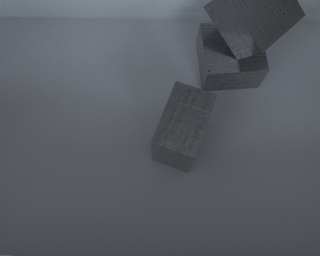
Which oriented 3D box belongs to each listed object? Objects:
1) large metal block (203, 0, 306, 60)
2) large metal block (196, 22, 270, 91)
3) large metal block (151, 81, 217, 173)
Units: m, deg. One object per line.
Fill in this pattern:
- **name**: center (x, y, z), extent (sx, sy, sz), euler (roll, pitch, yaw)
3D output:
- **large metal block**: center (0.115, -0.144, 0.380), extent (0.080, 0.050, 0.080), euler (-41, 106, -14)
- **large metal block**: center (0.098, -0.101, 0.434), extent (0.081, 0.050, 0.080), euler (-4, 70, -2)
- **large metal block**: center (0.028, 0.002, 0.380), extent (0.050, 0.080, 0.080), euler (20, 71, 7)
